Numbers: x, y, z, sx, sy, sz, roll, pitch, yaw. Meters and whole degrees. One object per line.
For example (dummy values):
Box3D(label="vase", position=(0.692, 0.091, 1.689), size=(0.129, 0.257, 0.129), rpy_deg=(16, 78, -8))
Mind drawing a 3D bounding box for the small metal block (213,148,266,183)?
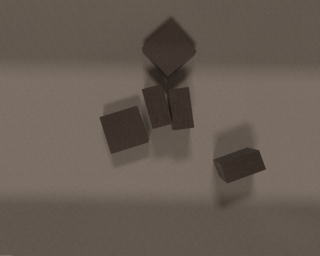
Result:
Box3D(label="small metal block", position=(0.101, 0.047, 0.400), size=(0.050, 0.050, 0.025), rpy_deg=(-20, 90, 0))

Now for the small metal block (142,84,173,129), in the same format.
Box3D(label="small metal block", position=(-0.003, -0.026, 0.399), size=(0.025, 0.050, 0.050), rpy_deg=(-15, 90, 0))

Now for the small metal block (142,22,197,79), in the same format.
Box3D(label="small metal block", position=(0.012, -0.101, 0.412), size=(0.050, 0.025, 0.050), rpy_deg=(-42, 91, 0))

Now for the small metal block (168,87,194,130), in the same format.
Box3D(label="small metal block", position=(0.026, -0.024, 0.399), size=(0.025, 0.050, 0.050), rpy_deg=(-8, 90, 0))

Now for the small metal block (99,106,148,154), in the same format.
Box3D(label="small metal block", position=(-0.047, 0.002, 0.411), size=(0.050, 0.025, 0.050), rpy_deg=(-17, 90, -1))
